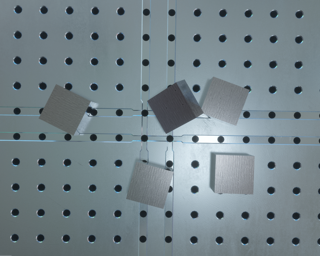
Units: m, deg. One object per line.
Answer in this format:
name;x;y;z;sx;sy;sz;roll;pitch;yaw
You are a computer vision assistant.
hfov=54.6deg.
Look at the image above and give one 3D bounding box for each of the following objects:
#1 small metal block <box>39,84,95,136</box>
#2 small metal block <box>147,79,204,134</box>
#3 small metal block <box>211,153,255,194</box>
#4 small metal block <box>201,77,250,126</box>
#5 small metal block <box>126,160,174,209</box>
small metal block;-0.123;-0.023;0.413;0.050;0.025;0.050;27;90;0
small metal block;0.020;-0.027;0.402;0.050;0.025;0.050;-29;90;33
small metal block;0.097;0.060;0.414;0.050;0.025;0.050;2;90;0
small metal block;0.084;-0.035;0.414;0.050;0.025;0.050;20;90;0
small metal block;-0.013;0.074;0.413;0.050;0.025;0.050;15;90;0
